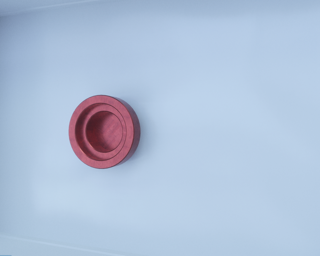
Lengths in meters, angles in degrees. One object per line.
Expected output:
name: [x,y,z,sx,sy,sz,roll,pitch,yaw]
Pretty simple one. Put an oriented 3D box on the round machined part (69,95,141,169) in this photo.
round machined part: [-0.072,0.005,0.426,0.098,0.042,0.097,0,90,19]
